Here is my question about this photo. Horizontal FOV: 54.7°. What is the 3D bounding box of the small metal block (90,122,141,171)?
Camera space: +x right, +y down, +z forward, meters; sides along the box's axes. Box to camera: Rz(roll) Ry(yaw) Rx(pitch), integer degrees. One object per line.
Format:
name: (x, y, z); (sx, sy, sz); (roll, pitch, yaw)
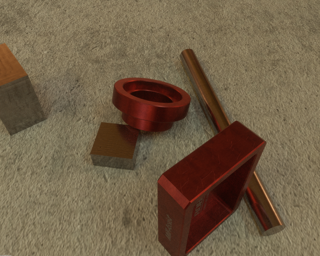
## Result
small metal block: (-0.053, 0.022, 0.384); (0.050, 0.025, 0.050); (6, 50, 5)

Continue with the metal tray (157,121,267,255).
metal tray: (0.042, 0.063, 0.283); (0.091, 0.129, 0.030); (-33, 58, -24)

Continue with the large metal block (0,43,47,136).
large metal block: (-0.201, -0.051, 0.409); (0.050, 0.080, 0.080); (-30, 56, -22)

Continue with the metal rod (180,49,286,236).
metal rod: (0.080, -0.007, 0.409); (0.025, 0.025, 0.300); (-11, 51, -9)

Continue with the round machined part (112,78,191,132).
round machined part: (-0.013, -0.029, 0.400); (0.099, 0.042, 0.098); (10, 25, -5)
